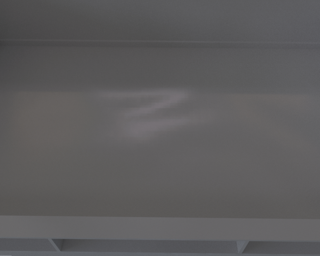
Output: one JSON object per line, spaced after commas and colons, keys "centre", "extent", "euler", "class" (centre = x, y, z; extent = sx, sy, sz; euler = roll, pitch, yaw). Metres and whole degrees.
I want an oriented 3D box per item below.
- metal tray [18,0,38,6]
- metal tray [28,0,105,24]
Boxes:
{"centre": [-0.252, -0.291, 0.618], "extent": [0.090, 0.030, 0.130], "euler": [-37, 45, -15], "class": "metal tray"}
{"centre": [-0.189, -0.263, 0.624], "extent": [0.090, 0.030, 0.131], "euler": [37, 59, 27], "class": "metal tray"}
